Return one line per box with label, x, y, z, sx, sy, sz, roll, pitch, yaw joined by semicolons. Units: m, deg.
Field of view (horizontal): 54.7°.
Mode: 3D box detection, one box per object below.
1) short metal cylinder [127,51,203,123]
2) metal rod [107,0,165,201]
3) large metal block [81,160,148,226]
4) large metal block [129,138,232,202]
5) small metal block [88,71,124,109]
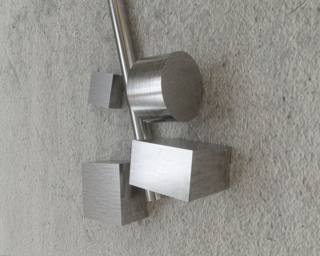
short metal cylinder;0.008;-0.046;0.363;0.050;0.081;0.080;0;90;40
metal rod;-0.036;-0.050;0.434;0.025;0.025;0.299;-20;78;38
large metal block;-0.066;0.088;0.443;0.080;0.050;0.080;-4;87;40
large metal block;0.024;0.042;0.349;0.080;0.081;0.050;7;95;40
small metal block;-0.082;-0.058;0.473;0.050;0.025;0.050;16;100;39
